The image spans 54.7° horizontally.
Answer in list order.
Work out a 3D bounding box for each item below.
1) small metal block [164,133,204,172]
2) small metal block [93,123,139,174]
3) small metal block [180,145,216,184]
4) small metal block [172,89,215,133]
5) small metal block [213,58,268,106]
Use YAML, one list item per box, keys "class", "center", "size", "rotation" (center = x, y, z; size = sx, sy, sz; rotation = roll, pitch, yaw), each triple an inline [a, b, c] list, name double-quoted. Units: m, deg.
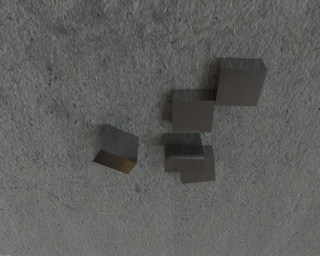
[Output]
- class: "small metal block"
  center: [0.031, 0.033, 0.419]
  size: [0.050, 0.050, 0.025]
  rotation: [0, 130, -1]
- class: "small metal block"
  center: [-0.058, 0.028, 0.414]
  size: [0.050, 0.050, 0.025]
  rotation: [24, 126, -19]
- class: "small metal block"
  center: [0.054, 0.054, 0.454]
  size: [0.050, 0.025, 0.050]
  rotation: [-7, 130, 5]
- class: "small metal block"
  center: [0.040, -0.021, 0.390]
  size: [0.050, 0.025, 0.050]
  rotation: [-1, 130, 0]
- class: "small metal block"
  center: [0.091, -0.053, 0.363]
  size: [0.050, 0.025, 0.050]
  rotation: [1, 130, -2]
